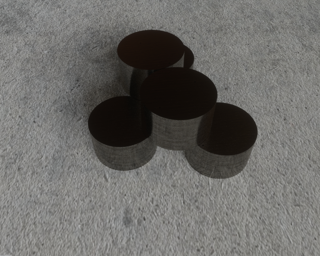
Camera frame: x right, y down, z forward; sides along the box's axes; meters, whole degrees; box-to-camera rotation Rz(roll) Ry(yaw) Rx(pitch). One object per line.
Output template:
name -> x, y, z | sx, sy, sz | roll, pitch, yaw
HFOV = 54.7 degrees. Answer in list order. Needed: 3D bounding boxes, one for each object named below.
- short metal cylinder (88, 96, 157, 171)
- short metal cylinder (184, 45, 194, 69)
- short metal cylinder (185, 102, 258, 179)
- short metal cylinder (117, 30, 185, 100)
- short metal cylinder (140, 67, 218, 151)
short metal cylinder -> -0.044, 0.006, 0.383 | 0.080, 0.050, 0.080 | 0, 50, 0
short metal cylinder -> 0.009, -0.085, 0.460 | 0.080, 0.050, 0.080 | 0, 50, 0
short metal cylinder -> 0.072, 0.015, 0.376 | 0.080, 0.050, 0.080 | 0, 50, 0
short metal cylinder -> -0.011, -0.079, 0.389 | 0.080, 0.050, 0.080 | 0, 50, 0
short metal cylinder -> 0.019, -0.022, 0.341 | 0.081, 0.050, 0.080 | 1, 50, 0
